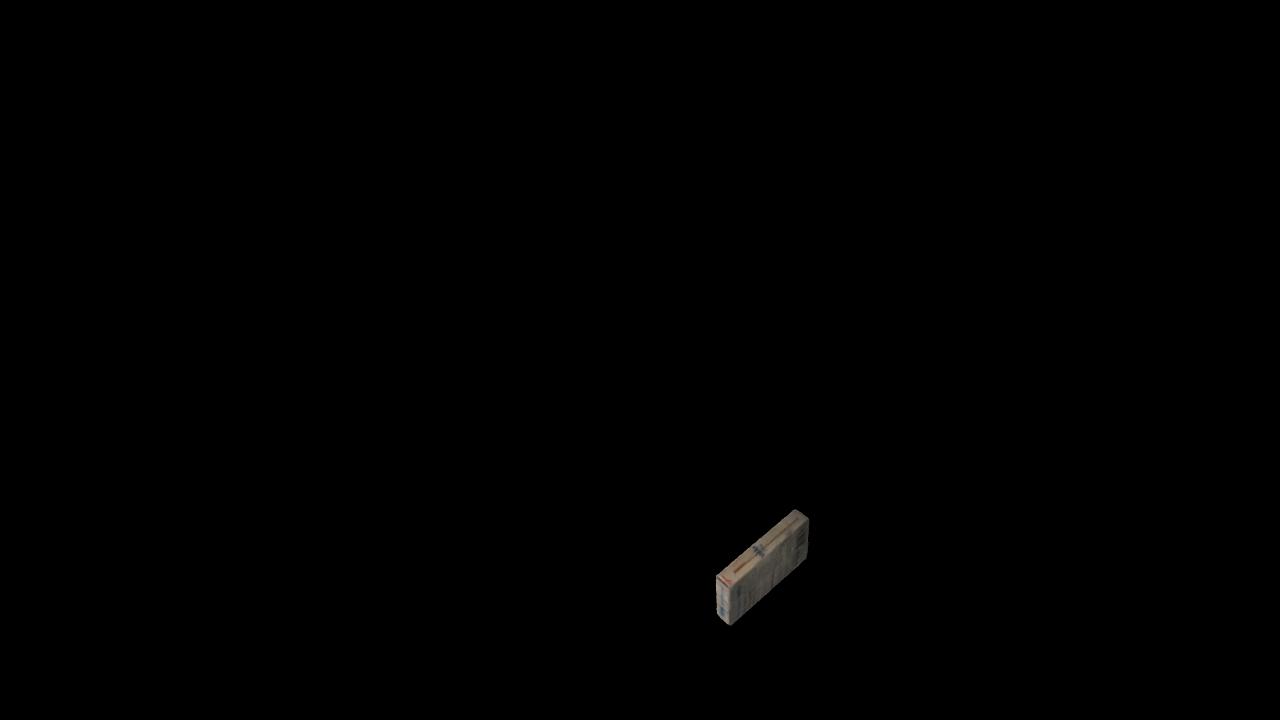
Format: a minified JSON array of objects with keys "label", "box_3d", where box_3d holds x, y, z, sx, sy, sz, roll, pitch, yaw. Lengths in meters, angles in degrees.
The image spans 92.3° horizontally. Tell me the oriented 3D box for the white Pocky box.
[{"label":"white Pocky box","box_3d":[0.161,0.269,0.800,0.154,0.084,0.028,-29,41,-28]}]
